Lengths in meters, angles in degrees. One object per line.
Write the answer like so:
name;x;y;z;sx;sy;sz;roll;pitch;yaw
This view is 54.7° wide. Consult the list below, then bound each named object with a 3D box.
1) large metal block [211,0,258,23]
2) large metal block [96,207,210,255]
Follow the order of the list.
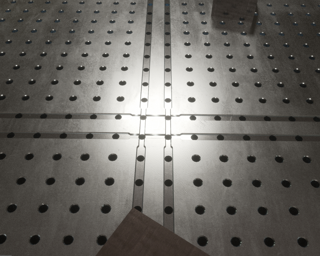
large metal block;0.152;-0.257;0.609;0.080;0.050;0.080;14;51;11
large metal block;-0.003;0.126;0.266;0.080;0.080;0.050;27;55;20
